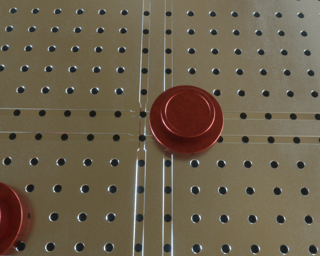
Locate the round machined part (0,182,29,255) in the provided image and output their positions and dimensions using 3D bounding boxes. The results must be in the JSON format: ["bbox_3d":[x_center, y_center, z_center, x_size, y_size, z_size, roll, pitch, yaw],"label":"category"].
[{"bbox_3d":[-0.211,0.109,0.360,0.099,0.042,0.098,0,70,-1],"label":"round machined part"}]

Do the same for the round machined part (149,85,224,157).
[{"bbox_3d":[0.035,-0.014,0.408,0.099,0.042,0.098,0,70,-1],"label":"round machined part"}]
